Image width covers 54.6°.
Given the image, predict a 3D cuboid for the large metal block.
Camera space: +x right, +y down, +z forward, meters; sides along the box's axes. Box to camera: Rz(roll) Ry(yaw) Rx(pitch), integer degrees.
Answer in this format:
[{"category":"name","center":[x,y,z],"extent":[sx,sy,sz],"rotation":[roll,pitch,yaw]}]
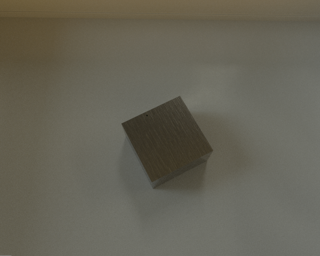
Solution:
[{"category":"large metal block","center":[0.008,0.019,0.390],"extent":[0.080,0.050,0.080],"rotation":[-26,72,-9]}]
